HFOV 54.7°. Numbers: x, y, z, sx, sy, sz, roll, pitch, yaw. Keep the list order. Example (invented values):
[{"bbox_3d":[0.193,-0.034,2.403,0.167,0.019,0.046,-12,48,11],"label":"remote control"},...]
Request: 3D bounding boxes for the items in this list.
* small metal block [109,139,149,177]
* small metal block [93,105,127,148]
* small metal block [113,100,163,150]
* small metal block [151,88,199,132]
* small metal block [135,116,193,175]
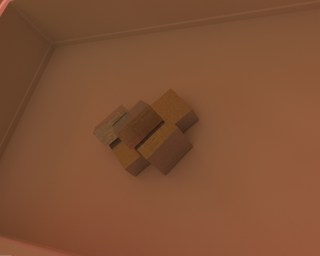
[{"bbox_3d":[-0.032,0.026,0.403,0.050,0.025,0.050,-41,51,0],"label":"small metal block"},{"bbox_3d":[-0.062,-0.004,0.422,0.050,0.025,0.050,-41,13,0],"label":"small metal block"},{"bbox_3d":[-0.028,-0.005,0.373,0.050,0.025,0.050,-44,18,-3],"label":"small metal block"},{"bbox_3d":[0.013,-0.016,0.405,0.050,0.025,0.050,-41,51,0],"label":"small metal block"},{"bbox_3d":[0.006,0.022,0.370,0.050,0.050,0.025,-46,51,-4],"label":"small metal block"}]
